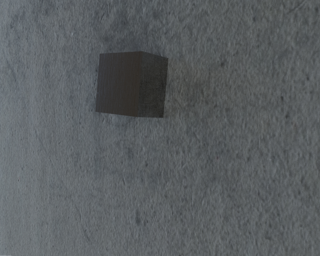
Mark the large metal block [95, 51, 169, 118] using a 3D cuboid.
[{"bbox_3d":[-0.039,-0.057,0.419,0.080,0.050,0.079,8,95,39],"label":"large metal block"}]
